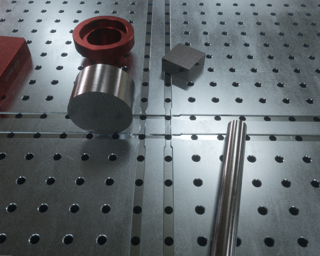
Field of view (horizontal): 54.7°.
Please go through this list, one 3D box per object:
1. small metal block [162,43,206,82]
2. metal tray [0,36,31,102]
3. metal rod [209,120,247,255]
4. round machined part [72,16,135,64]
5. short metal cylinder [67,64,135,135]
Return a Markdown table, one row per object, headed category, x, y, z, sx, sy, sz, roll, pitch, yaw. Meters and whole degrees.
| category | x | y | z | sx | sy | sz | roll | pitch | yaw |
| --- | --- | --- | --- | --- | --- | --- | --- | --- | --- |
| small metal block | 0.038 | -0.106 | 0.498 | 0.050 | 0.025 | 0.050 | 28 | 55 | 21 |
| metal tray | -0.271 | -0.094 | 0.480 | 0.091 | 0.030 | 0.130 | 6 | 50 | 4 |
| metal rod | 0.066 | 0.109 | 0.316 | 0.025 | 0.025 | 0.300 | 11 | 51 | 9 |
| round machined part | -0.091 | -0.142 | 0.515 | 0.099 | 0.042 | 0.098 | 0 | 50 | 0 |
| short metal cylinder | -0.074 | -0.035 | 0.401 | 0.081 | 0.080 | 0.050 | 1 | 50 | 0 |
